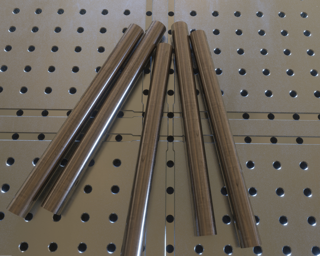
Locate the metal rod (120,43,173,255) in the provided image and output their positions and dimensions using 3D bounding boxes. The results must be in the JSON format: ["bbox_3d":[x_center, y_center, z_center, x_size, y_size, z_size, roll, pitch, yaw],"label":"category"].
[{"bbox_3d":[-0.014,0.021,0.404,0.025,0.025,0.299,8,70,3],"label":"metal rod"}]

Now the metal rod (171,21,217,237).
[{"bbox_3d":[0.042,-0.013,0.417,0.025,0.025,0.299,-5,70,-2],"label":"metal rod"}]

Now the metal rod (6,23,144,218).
[{"bbox_3d":[-0.104,-0.023,0.419,0.025,0.025,0.300,26,72,9],"label":"metal rod"}]

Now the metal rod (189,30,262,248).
[{"bbox_3d":[0.081,0.000,0.412,0.025,0.025,0.299,-9,70,-3],"label":"metal rod"}]

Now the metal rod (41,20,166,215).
[{"bbox_3d":[-0.067,-0.027,0.421,0.025,0.025,0.300,25,72,8],"label":"metal rod"}]
